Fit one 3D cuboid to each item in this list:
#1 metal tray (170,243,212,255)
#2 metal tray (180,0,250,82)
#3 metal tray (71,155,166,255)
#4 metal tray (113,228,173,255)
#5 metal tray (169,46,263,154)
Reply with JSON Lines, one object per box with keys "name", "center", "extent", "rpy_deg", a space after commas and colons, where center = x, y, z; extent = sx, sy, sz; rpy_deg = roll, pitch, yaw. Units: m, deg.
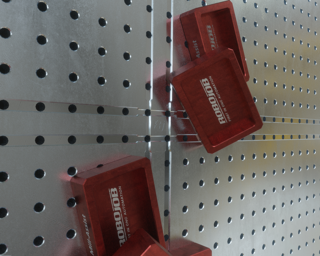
{"name": "metal tray", "center": [0.032, 0.238, 0.432], "extent": [0.091, 0.030, 0.129], "rpy_deg": [-1, 91, -40]}
{"name": "metal tray", "center": [0.088, -0.121, 0.477], "extent": [0.091, 0.030, 0.129], "rpy_deg": [-29, 108, -36]}
{"name": "metal tray", "center": [-0.045, 0.107, 0.367], "extent": [0.091, 0.030, 0.129], "rpy_deg": [-17, 101, -39]}
{"name": "metal tray", "center": [-0.038, 0.186, 0.342], "extent": [0.130, 0.030, 0.090], "rpy_deg": [-45, 128, -12]}
{"name": "metal tray", "center": [0.080, -0.038, 0.440], "extent": [0.090, 0.030, 0.130], "rpy_deg": [-28, 113, 3]}
